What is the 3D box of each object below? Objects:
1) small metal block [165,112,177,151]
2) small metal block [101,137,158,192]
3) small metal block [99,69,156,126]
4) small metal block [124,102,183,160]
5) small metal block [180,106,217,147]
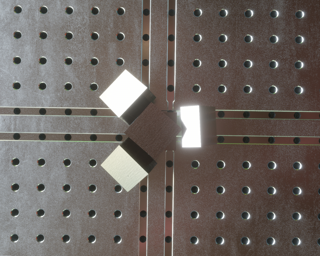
[{"bbox_3d":[-0.004,0.003,0.413,0.050,0.025,0.050,2,93,0],"label":"small metal block"},{"bbox_3d":[-0.040,0.047,0.400,0.050,0.025,0.050,45,127,0],"label":"small metal block"},{"bbox_3d":[-0.042,-0.040,0.401,0.050,0.025,0.050,-47,54,0],"label":"small metal block"},{"bbox_3d":[-0.008,0.004,0.388,0.050,0.025,0.050,41,89,-1],"label":"small metal block"},{"bbox_3d":[0.051,-0.002,0.398,0.025,0.050,0.050,-3,90,33],"label":"small metal block"}]
